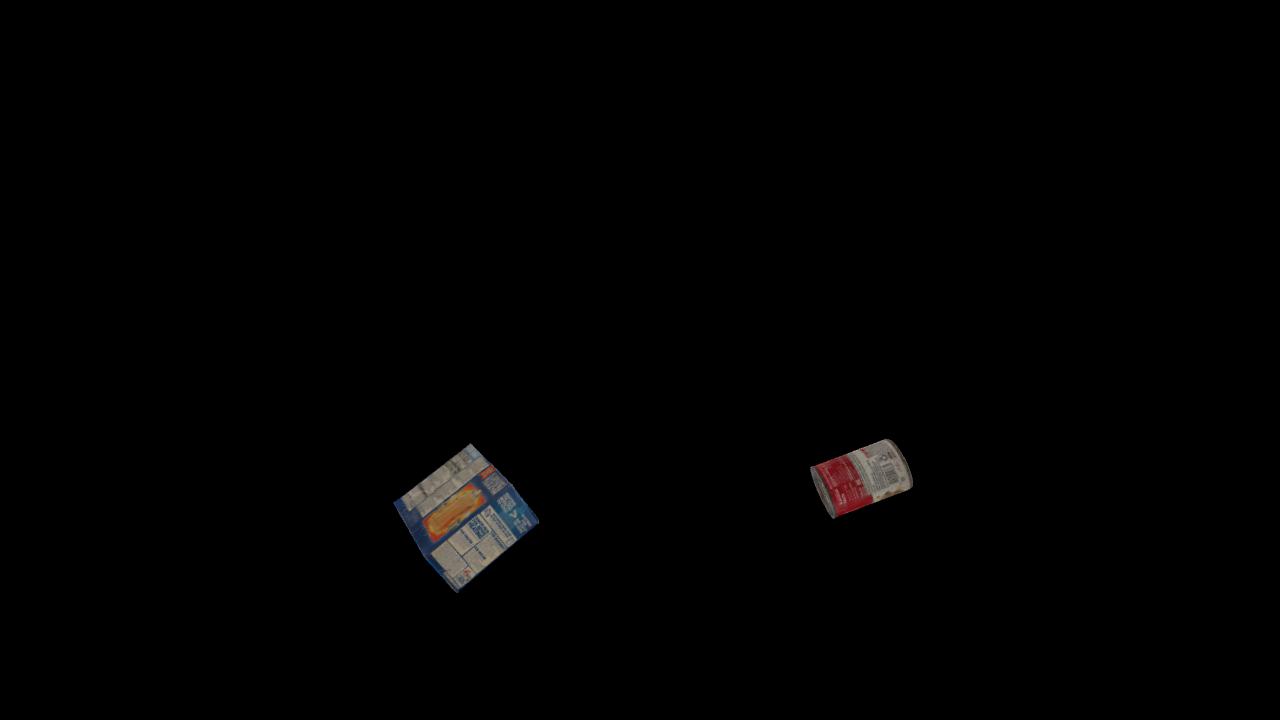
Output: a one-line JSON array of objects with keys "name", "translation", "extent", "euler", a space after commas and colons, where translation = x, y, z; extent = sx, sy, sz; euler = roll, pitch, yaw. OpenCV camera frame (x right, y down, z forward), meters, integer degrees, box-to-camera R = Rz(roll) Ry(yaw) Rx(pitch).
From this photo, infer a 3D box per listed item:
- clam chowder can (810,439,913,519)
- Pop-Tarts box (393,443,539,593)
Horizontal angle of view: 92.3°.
[{"name": "clam chowder can", "translation": [0.272, 0.145, 0.759], "extent": [0.102, 0.068, 0.068], "euler": [-22, -1, 3]}, {"name": "Pop-Tarts box", "translation": [-0.250, 0.217, 0.877], "extent": [0.141, 0.083, 0.167], "euler": [-39, 32, -20]}]
